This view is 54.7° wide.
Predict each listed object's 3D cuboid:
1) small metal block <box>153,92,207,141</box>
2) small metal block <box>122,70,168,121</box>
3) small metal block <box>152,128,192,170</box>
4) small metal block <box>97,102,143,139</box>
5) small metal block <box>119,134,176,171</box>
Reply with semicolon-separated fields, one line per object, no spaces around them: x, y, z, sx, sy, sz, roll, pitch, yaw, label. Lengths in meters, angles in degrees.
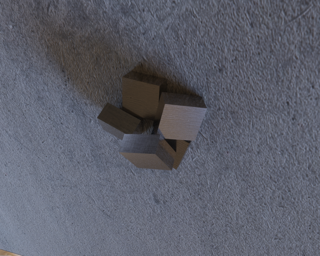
0.023;-0.013;0.373;0.050;0.025;0.050;5;128;-15;small metal block
-0.019;-0.041;0.392;0.050;0.025;0.050;16;125;18;small metal block
0.013;0.020;0.413;0.050;0.025;0.050;29;128;9;small metal block
-0.052;-0.004;0.417;0.050;0.025;0.050;29;164;8;small metal block
-0.015;0.030;0.386;0.050;0.025;0.050;0;151;28;small metal block
